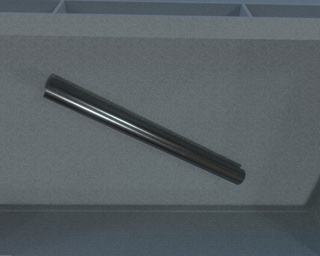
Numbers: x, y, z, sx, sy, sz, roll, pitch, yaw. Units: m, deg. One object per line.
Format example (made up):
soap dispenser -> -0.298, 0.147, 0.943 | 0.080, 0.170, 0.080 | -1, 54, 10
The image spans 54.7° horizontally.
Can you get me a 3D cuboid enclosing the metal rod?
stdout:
metal rod -> -0.005, 0.014, 0.418 | 0.302, 0.025, 0.025 | 26, 125, -21
